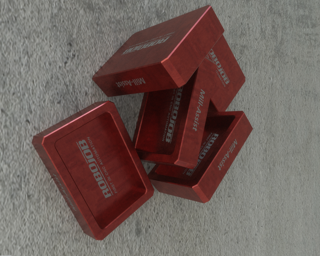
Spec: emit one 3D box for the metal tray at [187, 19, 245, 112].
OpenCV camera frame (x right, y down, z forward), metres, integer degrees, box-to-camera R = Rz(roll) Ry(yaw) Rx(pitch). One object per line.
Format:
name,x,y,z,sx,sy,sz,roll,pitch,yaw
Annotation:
metal tray,0.073,-0.094,0.466,0.090,0.030,0.130,-52,121,-27

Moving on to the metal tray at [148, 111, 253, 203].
metal tray,0.054,0.032,0.411,0.130,0.090,0.030,-51,121,-28

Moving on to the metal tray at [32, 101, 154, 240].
metal tray,-0.068,0.046,0.347,0.091,0.030,0.129,-36,112,-34

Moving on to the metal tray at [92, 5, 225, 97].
metal tray,-0.007,-0.078,0.334,0.030,0.130,0.090,52,59,-28

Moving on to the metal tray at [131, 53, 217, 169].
metal tray,0.014,-0.020,0.377,0.030,0.090,0.129,21,77,-39
